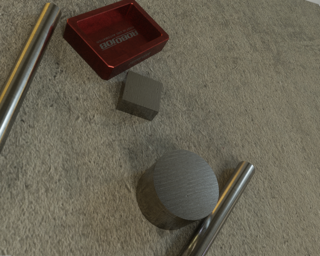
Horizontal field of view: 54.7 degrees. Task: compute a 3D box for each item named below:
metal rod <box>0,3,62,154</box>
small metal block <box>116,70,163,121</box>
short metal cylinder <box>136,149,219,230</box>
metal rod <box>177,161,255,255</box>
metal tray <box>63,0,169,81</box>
[{"bbox_3d":[-0.161,-0.036,0.338,0.025,0.025,0.300,19,54,-18],"label":"metal rod"},{"bbox_3d":[-0.027,-0.043,0.416,0.050,0.025,0.050,19,54,-17],"label":"small metal block"},{"bbox_3d":[0.019,0.071,0.355,0.081,0.050,0.080,14,56,-21],"label":"short metal cylinder"},{"bbox_3d":[0.036,0.137,0.339,0.025,0.025,0.302,45,51,2],"label":"metal rod"},{"bbox_3d":[-0.059,-0.133,0.449,0.090,0.030,0.131,47,51,5],"label":"metal tray"}]
